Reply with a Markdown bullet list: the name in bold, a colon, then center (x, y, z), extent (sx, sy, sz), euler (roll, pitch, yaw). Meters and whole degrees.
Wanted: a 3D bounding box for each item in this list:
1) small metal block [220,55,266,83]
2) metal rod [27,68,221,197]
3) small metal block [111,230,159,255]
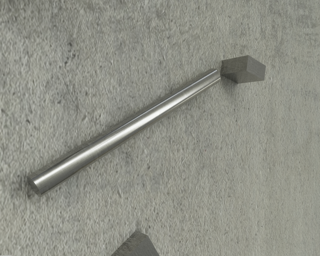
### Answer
- **small metal block**: center (0.135, -0.094, 0.505), extent (0.050, 0.050, 0.025), euler (15, 80, -39)
- **metal rod**: center (-0.020, -0.011, 0.389), extent (0.302, 0.025, 0.025), euler (-34, 111, -35)
- **small metal block**: center (-0.029, 0.166, 0.383), extent (0.050, 0.025, 0.050), euler (-39, 114, -33)
